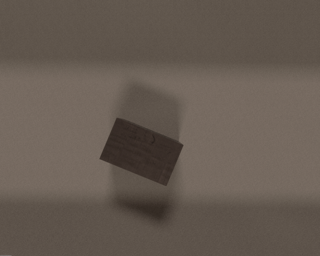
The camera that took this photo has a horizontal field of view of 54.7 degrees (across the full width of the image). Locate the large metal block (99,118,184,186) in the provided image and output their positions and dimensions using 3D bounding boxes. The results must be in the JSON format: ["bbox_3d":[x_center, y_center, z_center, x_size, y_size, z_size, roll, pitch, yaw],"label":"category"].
[{"bbox_3d":[-0.021,0.026,0.384,0.080,0.080,0.050,22,90,-1],"label":"large metal block"}]
